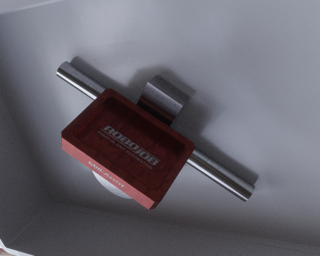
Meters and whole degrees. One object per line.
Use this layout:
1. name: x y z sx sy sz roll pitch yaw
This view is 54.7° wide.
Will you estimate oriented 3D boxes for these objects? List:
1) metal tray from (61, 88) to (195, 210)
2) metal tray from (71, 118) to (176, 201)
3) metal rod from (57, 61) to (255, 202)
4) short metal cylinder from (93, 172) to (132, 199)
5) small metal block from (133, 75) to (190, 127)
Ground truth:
1. metal tray: -0.036 0.021 0.362 0.130 0.090 0.030 34 146 5
2. metal tray: -0.038 0.034 0.405 0.130 0.090 0.030 34 129 5
3. metal rod: -0.009 0.002 0.413 0.301 0.025 0.025 34 129 5
4. short metal cylinder: -0.050 0.054 0.441 0.080 0.050 0.079 19 134 21
5. small metal block: 0.001 -0.029 0.387 0.050 0.025 0.050 35 129 4
